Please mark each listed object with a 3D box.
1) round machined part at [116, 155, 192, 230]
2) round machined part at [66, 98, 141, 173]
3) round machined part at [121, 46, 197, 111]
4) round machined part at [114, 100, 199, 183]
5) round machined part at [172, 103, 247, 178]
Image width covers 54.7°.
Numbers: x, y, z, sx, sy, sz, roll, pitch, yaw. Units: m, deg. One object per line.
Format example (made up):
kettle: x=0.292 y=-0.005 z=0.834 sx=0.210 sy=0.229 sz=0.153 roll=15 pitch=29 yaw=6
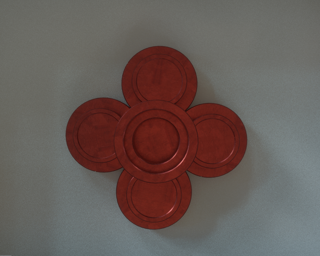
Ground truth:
round machined part: x=-0.008 y=0.083 z=0.401 sx=0.099 sy=0.042 sz=0.097 roll=0 pitch=88 yaw=-1
round machined part: x=-0.073 y=0.009 z=0.400 sx=0.099 sy=0.042 sz=0.097 roll=0 pitch=90 yaw=0
round machined part: x=-0.001 y=-0.058 z=0.400 sx=0.099 sy=0.042 sz=0.097 roll=0 pitch=90 yaw=0
round machined part: x=-0.004 y=0.015 z=0.380 sx=0.099 sy=0.042 sz=0.097 roll=0 pitch=90 yaw=0
round machined part: x=0.064 y=0.016 z=0.401 sx=0.099 sy=0.042 sz=0.097 roll=0 pitch=90 yaw=0
